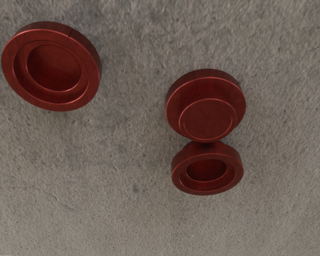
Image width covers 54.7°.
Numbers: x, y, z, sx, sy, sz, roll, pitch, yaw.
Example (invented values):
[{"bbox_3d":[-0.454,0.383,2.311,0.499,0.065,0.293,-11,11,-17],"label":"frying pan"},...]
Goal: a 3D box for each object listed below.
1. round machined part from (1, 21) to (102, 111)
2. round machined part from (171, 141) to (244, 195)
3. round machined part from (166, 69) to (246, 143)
[{"bbox_3d":[-0.112,-0.069,0.336,0.099,0.042,0.097,-1,130,0],"label":"round machined part"},{"bbox_3d":[0.064,0.051,0.437,0.099,0.042,0.097,-1,136,-1],"label":"round machined part"},{"bbox_3d":[0.056,-0.020,0.380,0.099,0.042,0.097,-1,130,0],"label":"round machined part"}]
